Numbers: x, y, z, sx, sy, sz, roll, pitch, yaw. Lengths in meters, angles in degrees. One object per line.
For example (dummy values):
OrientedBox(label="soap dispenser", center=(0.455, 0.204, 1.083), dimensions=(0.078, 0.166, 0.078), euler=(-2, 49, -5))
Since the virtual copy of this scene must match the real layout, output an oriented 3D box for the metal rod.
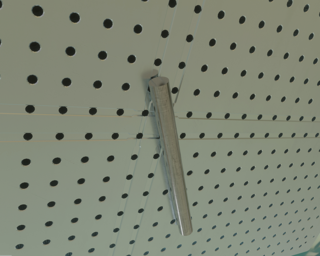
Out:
OrientedBox(label="metal rod", center=(0.022, 0.062, 0.463), dimensions=(0.025, 0.025, 0.298), euler=(-23, 127, -15))
